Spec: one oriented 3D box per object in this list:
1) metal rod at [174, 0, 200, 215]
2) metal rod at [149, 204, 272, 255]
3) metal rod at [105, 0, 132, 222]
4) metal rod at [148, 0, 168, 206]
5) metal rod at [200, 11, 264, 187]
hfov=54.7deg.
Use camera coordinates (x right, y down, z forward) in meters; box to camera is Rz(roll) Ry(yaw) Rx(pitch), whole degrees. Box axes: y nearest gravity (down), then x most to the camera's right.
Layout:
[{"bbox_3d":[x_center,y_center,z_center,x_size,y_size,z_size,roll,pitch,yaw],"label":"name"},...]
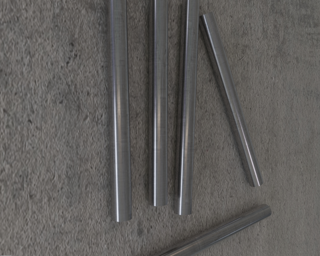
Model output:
[{"bbox_3d":[0.038,-0.031,0.435,0.025,0.025,0.298,4,88,-40],"label":"metal rod"},{"bbox_3d":[0.077,0.165,0.469,0.302,0.025,0.025,-7,95,-40],"label":"metal rod"},{"bbox_3d":[-0.049,-0.042,0.363,0.025,0.025,0.298,-2,92,-40],"label":"metal rod"},{"bbox_3d":[-0.002,-0.051,0.402,0.025,0.025,0.298,0,90,-40],"label":"metal rod"},{"bbox_3d":[0.119,-0.036,0.503,0.025,0.025,0.299,-33,111,-35],"label":"metal rod"}]
